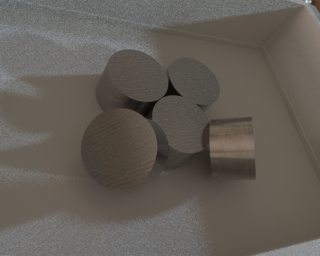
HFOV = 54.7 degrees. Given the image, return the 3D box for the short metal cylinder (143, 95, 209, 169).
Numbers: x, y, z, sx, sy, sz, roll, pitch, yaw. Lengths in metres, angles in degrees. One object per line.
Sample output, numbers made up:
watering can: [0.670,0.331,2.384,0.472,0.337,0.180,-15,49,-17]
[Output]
short metal cylinder: [0.017,0.006,0.393,0.081,0.050,0.080,14,56,-21]

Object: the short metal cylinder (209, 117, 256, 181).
short metal cylinder: [0.094,0.027,0.396,0.050,0.080,0.080,-4,55,15]

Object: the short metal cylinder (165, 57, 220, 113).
short metal cylinder: [0.038,-0.054,0.443,0.081,0.050,0.080,14,56,-21]

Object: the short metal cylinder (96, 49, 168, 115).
short metal cylinder: [-0.036,-0.054,0.401,0.081,0.050,0.080,14,56,-21]

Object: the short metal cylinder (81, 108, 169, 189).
short metal cylinder: [-0.035,0.022,0.330,0.080,0.080,0.050,59,8,13]
